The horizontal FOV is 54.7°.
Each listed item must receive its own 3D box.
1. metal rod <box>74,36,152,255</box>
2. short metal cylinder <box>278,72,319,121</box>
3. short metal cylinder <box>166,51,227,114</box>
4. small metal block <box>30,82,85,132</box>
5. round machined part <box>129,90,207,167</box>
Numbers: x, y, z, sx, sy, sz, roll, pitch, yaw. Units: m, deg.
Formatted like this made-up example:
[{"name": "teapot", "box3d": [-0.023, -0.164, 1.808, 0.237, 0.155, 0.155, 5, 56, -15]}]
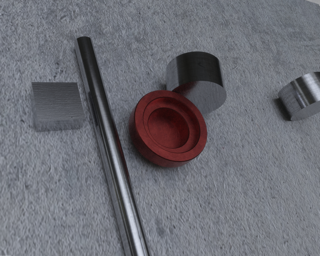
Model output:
[{"name": "metal rod", "box3d": [-0.059, 0.016, 0.361, 0.025, 0.025, 0.299, -5, 64, -30]}, {"name": "short metal cylinder", "box3d": [0.255, -0.054, 0.538, 0.081, 0.080, 0.050, -6, 65, -31]}, {"name": "short metal cylinder", "box3d": [0.049, -0.060, 0.431, 0.081, 0.080, 0.050, 11, 57, -22]}, {"name": "small metal block", "box3d": [-0.118, -0.025, 0.355, 0.050, 0.025, 0.050, -5, 64, -30]}, {"name": "round machined part", "box3d": [0.007, 0.004, 0.392, 0.099, 0.042, 0.098, 12, 59, -21]}]
